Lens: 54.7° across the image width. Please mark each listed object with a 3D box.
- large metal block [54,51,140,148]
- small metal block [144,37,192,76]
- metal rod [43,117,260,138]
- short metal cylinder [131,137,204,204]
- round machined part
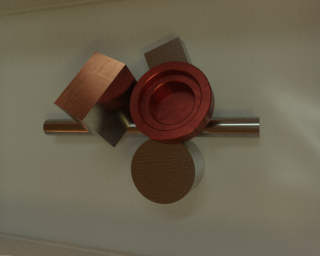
[{"bbox_3d":[-0.069,-0.034,0.387,0.050,0.080,0.080,28,76,28],"label":"large metal block"},{"bbox_3d":[0.014,-0.082,0.404,0.050,0.025,0.050,-22,83,18],"label":"small metal block"},{"bbox_3d":[-0.024,-0.001,0.415,0.301,0.025,0.025,0,90,19],"label":"metal rod"},{"bbox_3d":[0.011,0.050,0.390,0.080,0.050,0.079,0,90,19],"label":"short metal cylinder"},{"bbox_3d":[0.017,-0.027,0.373,0.098,0.042,0.098,-6,70,18],"label":"round machined part"}]
